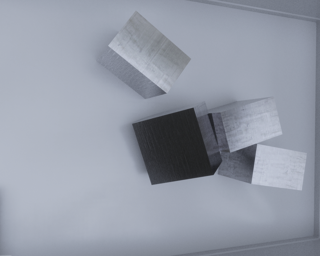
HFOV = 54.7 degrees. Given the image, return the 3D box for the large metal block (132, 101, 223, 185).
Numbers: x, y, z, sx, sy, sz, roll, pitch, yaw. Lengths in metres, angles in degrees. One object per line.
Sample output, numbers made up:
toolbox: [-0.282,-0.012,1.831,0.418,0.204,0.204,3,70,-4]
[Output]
large metal block: [0.023,0.018,0.383,0.080,0.050,0.080,-14,97,25]

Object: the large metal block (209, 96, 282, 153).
large metal block: [0.100,-0.005,0.418,0.081,0.080,0.050,-17,96,-19]

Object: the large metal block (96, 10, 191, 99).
large metal block: [-0.023,-0.082,0.373,0.080,0.080,0.050,37,78,-16]

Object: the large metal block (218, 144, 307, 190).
large metal block: [0.140,0.051,0.433,0.081,0.080,0.050,10,87,-20]
